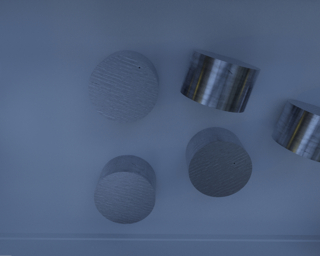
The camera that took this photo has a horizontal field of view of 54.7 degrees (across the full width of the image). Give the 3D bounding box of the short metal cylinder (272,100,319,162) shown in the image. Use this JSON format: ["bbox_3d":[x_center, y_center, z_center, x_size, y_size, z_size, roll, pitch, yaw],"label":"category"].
[{"bbox_3d":[0.188,0.003,0.384,0.080,0.080,0.050,15,109,-6],"label":"short metal cylinder"}]

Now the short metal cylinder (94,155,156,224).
[{"bbox_3d":[-0.046,0.084,0.428,0.081,0.050,0.079,0,110,0],"label":"short metal cylinder"}]

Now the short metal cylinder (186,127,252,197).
[{"bbox_3d":[0.076,0.045,0.415,0.081,0.050,0.079,0,110,0],"label":"short metal cylinder"}]

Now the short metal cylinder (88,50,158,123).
[{"bbox_3d":[-0.042,-0.052,0.378,0.081,0.050,0.079,0,110,0],"label":"short metal cylinder"}]

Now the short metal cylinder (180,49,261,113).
[{"bbox_3d":[0.069,-0.056,0.362,0.080,0.080,0.050,14,110,-6],"label":"short metal cylinder"}]
